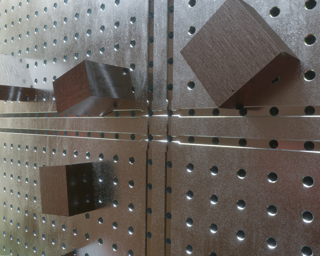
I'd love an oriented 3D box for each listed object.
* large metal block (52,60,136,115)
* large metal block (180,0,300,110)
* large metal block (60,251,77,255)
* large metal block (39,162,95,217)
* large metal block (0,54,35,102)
[{"bbox_3d":[-0.097,-0.054,0.455,0.080,0.081,0.050,-20,77,38],"label":"large metal block"},{"bbox_3d":[0.081,-0.076,0.327,0.080,0.050,0.080,-44,64,31],"label":"large metal block"},{"bbox_3d":[-0.165,0.276,0.531,0.080,0.050,0.080,46,118,30],"label":"large metal block"},{"bbox_3d":[-0.158,0.102,0.526,0.080,0.050,0.080,-9,85,40],"label":"large metal block"},{"bbox_3d":[-0.318,-0.104,0.638,0.050,0.081,0.080,-38,67,34],"label":"large metal block"}]
